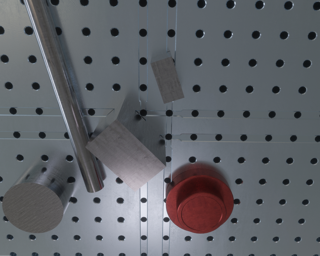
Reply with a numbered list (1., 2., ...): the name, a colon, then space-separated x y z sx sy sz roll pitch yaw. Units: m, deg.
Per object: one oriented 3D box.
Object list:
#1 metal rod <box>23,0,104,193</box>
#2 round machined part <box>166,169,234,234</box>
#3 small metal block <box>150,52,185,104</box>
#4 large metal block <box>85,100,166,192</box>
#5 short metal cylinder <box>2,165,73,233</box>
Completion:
1. metal rod: -0.123 -0.051 0.393 0.025 0.025 0.298 -11 110 4
2. round machined part: 0.058 0.112 0.446 0.099 0.042 0.097 0 110 0
3. small metal block: 0.009 -0.063 0.377 0.025 0.050 0.050 -17 109 6
4. large metal block: -0.039 0.019 0.391 0.050 0.080 0.080 -41 105 13
5. short metal cylinder: -0.169 0.099 0.435 0.081 0.050 0.079 0 110 0
